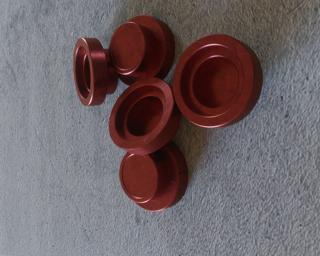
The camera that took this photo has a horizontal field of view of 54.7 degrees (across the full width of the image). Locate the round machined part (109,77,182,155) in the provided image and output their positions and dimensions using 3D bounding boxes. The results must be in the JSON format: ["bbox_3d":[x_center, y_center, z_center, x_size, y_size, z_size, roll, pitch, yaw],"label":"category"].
[{"bbox_3d":[-0.014,-0.012,0.391,0.098,0.042,0.098,-17,58,29],"label":"round machined part"}]

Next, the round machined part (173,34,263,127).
[{"bbox_3d":[0.065,-0.049,0.340,0.098,0.042,0.097,0,90,39],"label":"round machined part"}]

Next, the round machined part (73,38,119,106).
[{"bbox_3d":[-0.093,-0.082,0.456,0.098,0.042,0.097,22,116,57],"label":"round machined part"}]

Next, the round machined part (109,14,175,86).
[{"bbox_3d":[-0.031,-0.104,0.418,0.098,0.042,0.097,0,90,39],"label":"round machined part"}]

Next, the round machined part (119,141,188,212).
[{"bbox_3d":[-0.015,0.060,0.405,0.098,0.042,0.097,0,90,39],"label":"round machined part"}]
